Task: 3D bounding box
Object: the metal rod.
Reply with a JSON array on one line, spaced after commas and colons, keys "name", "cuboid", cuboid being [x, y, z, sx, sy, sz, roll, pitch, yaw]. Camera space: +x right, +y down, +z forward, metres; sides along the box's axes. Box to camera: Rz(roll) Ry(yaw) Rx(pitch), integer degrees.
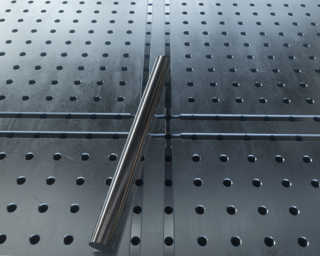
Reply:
[{"name": "metal rod", "cuboid": [-0.027, 0.006, 0.401, 0.025, 0.025, 0.300, 10, 51, 8]}]
